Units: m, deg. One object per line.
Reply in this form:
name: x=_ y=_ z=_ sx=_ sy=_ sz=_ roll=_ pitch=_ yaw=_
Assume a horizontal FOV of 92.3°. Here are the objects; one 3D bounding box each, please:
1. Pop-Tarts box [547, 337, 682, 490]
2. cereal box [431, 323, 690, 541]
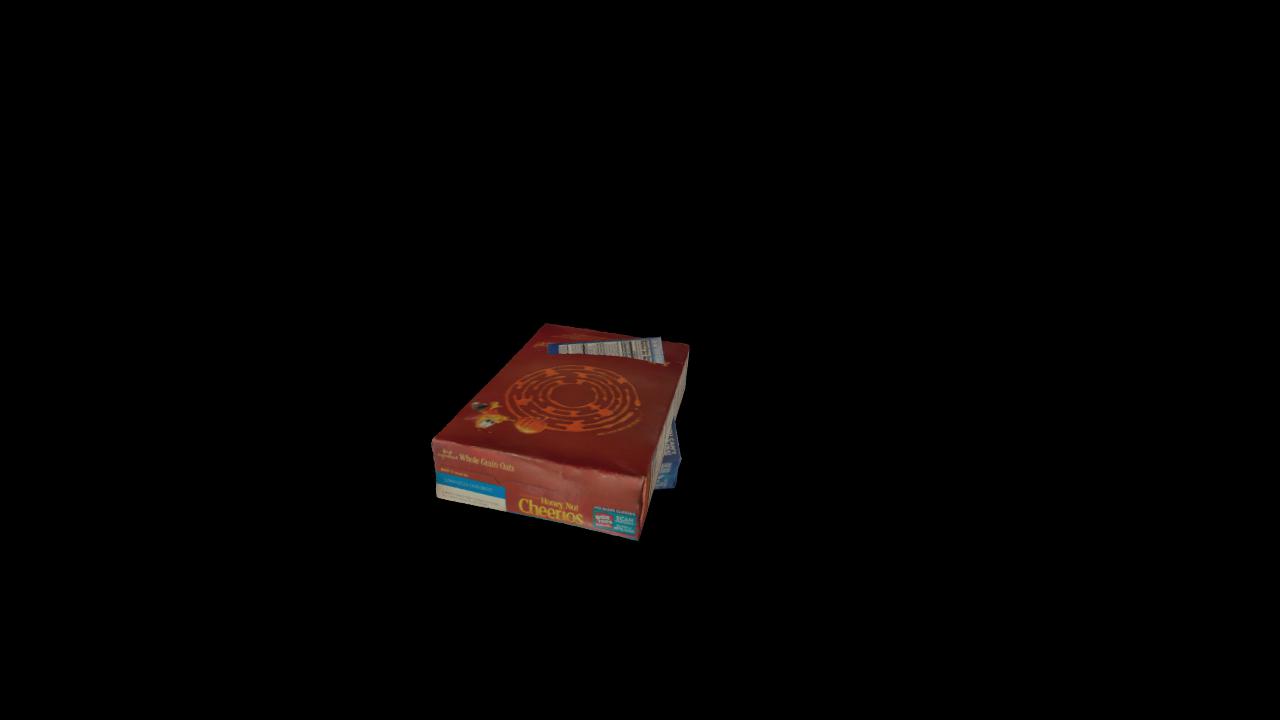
Pop-Tarts box: x=-0.035 y=0.066 z=0.730 sx=0.141 sy=0.167 sz=0.083 roll=-4 pitch=-33 yaw=-6
cereal box: x=-0.065 y=0.058 z=0.687 sx=0.203 sy=0.081 sz=0.306 roll=9 pitch=26 yaw=9
